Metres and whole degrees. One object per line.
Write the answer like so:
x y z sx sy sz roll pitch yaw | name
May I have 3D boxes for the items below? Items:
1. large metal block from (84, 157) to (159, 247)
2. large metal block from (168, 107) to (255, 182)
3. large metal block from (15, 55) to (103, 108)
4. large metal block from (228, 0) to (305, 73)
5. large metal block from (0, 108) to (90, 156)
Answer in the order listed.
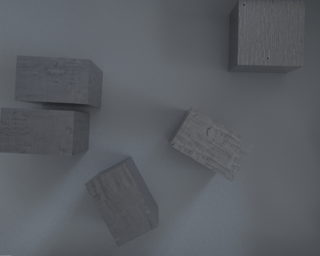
-0.043 0.086 0.383 0.050 0.080 0.080 -28 90 0 | large metal block
0.058 0.018 0.385 0.080 0.080 0.050 31 90 -1 | large metal block
-0.119 -0.054 0.382 0.081 0.080 0.050 3 90 -1 | large metal block
0.135 -0.116 0.401 0.081 0.050 0.079 1 90 -1 | large metal block
-0.137 0.004 0.382 0.081 0.080 0.050 3 90 -1 | large metal block
